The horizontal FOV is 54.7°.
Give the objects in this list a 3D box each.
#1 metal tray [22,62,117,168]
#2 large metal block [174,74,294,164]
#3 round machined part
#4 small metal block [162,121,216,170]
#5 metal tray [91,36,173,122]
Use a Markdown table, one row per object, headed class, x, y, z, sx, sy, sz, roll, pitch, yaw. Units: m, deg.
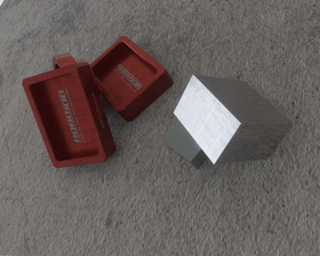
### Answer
| class | x | y | z | sx | sy | sz | roll | pitch | yaw |
| --- | --- | --- | --- | --- | --- | --- | --- | --- | --- |
| metal tray | -0.121 | -0.015 | 0.418 | 0.090 | 0.129 | 0.030 | -11 | 14 | 22 |
| large metal block | 0.075 | -0.010 | 0.327 | 0.080 | 0.081 | 0.050 | 55 | 132 | 39 |
| round machined part | -0.126 | -0.066 | 0.473 | 0.042 | 0.097 | 0.098 | -22 | 47 | -24 |
| small metal block | 0.040 | 0.014 | 0.375 | 0.050 | 0.025 | 0.050 | -49 | 52 | -7 |
| metal tray | -0.052 | -0.080 | 0.476 | 0.090 | 0.030 | 0.130 | -42 | 51 | -1 |
